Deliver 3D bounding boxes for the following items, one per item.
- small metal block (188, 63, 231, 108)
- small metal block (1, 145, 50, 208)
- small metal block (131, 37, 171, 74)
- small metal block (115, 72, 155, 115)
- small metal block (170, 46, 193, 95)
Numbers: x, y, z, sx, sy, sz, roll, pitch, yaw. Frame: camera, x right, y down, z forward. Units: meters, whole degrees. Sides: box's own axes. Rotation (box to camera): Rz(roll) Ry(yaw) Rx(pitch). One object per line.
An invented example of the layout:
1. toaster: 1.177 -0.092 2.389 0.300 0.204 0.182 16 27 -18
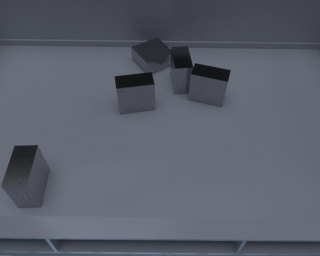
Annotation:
1. small metal block: 0.069 -0.060 0.440 0.050 0.050 0.025 13 52 10
2. small metal block: -0.146 0.054 0.342 0.025 0.050 0.050 -1 50 -1
3. small metal block: -0.012 -0.117 0.503 0.050 0.025 0.050 -26 55 -21
4. small metal block: -0.034 -0.047 0.428 0.050 0.050 0.025 -8 51 -7
5. small metal block: 0.031 -0.086 0.461 0.025 0.050 0.050 -4 50 -4
